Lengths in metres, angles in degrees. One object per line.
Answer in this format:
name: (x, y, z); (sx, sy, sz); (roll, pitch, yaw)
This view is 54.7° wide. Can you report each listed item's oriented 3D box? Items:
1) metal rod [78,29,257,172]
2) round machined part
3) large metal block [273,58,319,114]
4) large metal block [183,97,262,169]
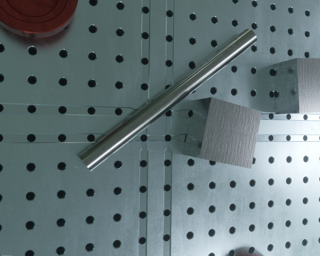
metal rod: (0.021, -0.046, 0.420); (0.301, 0.025, 0.025); (-38, 103, -16)
round machined part: (-0.145, -0.150, 0.350); (0.099, 0.042, 0.097); (0, 90, -20)
large metal block: (0.228, -0.064, 0.483); (0.081, 0.050, 0.079); (-4, 92, -20)
large metal block: (0.086, 0.008, 0.431); (0.081, 0.050, 0.080); (13, 86, -20)
